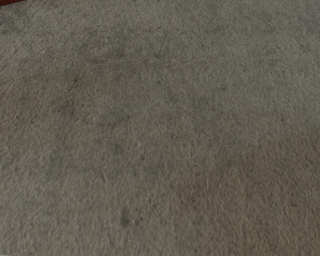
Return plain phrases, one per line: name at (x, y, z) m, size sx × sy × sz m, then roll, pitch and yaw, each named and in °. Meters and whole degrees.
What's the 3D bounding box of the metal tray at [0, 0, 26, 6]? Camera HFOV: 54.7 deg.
metal tray at (-0.345, -0.281, 0.631) m, size 0.131 × 0.030 × 0.090 m, roll -23°, pitch 54°, yaw -19°
